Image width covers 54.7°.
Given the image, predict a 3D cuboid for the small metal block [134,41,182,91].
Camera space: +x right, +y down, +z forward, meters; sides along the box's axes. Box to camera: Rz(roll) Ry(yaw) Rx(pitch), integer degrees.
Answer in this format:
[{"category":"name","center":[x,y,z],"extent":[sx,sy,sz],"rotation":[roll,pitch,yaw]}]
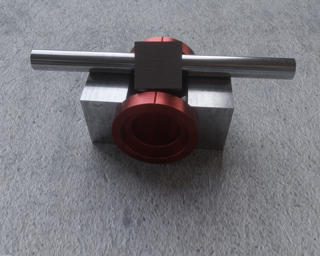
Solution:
[{"category":"small metal block","center":[-0.001,-0.067,0.339],"extent":[0.050,0.025,0.050],"rotation":[0,90,2]}]

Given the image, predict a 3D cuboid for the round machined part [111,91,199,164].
[{"category":"round machined part","center":[-0.004,-0.005,0.361],"extent":[0.099,0.097,0.042],"rotation":[4,45,3]}]

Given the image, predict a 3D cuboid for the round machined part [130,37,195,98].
[{"category":"round machined part","center":[0.002,-0.069,0.415],"extent":[0.099,0.097,0.042],"rotation":[3,51,2]}]

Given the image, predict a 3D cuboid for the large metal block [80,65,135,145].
[{"category":"large metal block","center":[-0.060,-0.035,0.398],"extent":[0.050,0.080,0.080],"rotation":[3,50,3]}]

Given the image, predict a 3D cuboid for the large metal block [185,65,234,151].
[{"category":"large metal block","center":[0.058,-0.028,0.393],"extent":[0.050,0.080,0.080],"rotation":[3,50,2]}]

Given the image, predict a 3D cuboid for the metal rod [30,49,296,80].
[{"category":"metal rod","center":[0.002,-0.075,0.364],"extent":[0.302,0.025,0.025],"rotation":[2,50,2]}]
